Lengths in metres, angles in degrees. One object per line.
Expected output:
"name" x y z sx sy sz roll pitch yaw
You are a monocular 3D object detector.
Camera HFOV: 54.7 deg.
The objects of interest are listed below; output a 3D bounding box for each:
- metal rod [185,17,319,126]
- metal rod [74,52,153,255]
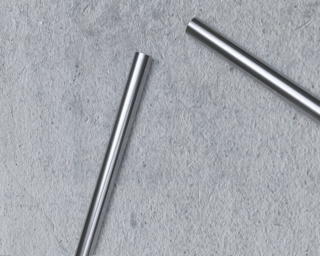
"metal rod" 0.153 -0.039 0.355 0.300 0.025 0.025 39 102 15
"metal rod" -0.066 0.043 0.431 0.025 0.025 0.298 19 96 18
